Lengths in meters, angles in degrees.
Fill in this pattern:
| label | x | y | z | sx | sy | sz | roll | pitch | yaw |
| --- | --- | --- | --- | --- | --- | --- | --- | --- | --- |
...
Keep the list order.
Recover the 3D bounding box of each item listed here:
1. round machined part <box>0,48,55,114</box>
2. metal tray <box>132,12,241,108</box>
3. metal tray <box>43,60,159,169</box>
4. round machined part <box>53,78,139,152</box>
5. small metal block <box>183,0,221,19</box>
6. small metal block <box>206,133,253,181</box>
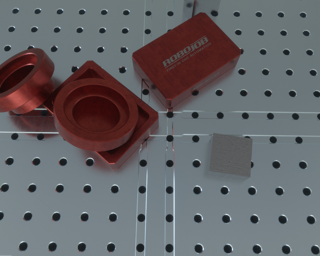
| label | x | y | z | sx | sy | sz | roll | pitch | yaw |
| --- | --- | --- | --- | --- | --- | --- | --- | --- | --- |
| round machined part | -0.180 | -0.057 | 0.407 | 0.098 | 0.042 | 0.098 | -15 | 46 | 17 |
| metal tray | 0.038 | -0.099 | 0.445 | 0.131 | 0.030 | 0.090 | -34 | 74 | -12 |
| metal tray | -0.077 | -0.020 | 0.415 | 0.130 | 0.030 | 0.090 | 39 | 74 | 13 |
| round machined part | -0.079 | -0.012 | 0.381 | 0.099 | 0.042 | 0.098 | 9 | 51 | -12 |
| small metal block | 0.064 | -0.193 | 0.469 | 0.050 | 0.050 | 0.025 | -27 | 73 | -10 |
| small metal block | 0.089 | 0.037 | 0.399 | 0.050 | 0.025 | 0.050 | 9 | 70 | 3 |
